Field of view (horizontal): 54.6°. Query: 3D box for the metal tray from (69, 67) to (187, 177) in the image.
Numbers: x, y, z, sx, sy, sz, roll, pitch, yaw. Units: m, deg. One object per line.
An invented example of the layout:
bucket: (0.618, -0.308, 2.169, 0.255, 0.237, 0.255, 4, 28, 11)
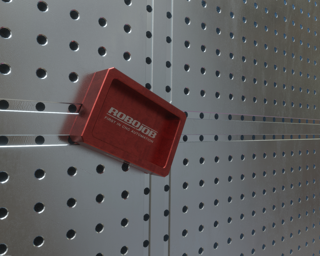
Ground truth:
metal tray: (-0.032, -0.003, 0.378, 0.131, 0.030, 0.090, 29, 72, -36)
